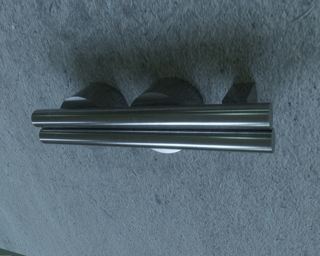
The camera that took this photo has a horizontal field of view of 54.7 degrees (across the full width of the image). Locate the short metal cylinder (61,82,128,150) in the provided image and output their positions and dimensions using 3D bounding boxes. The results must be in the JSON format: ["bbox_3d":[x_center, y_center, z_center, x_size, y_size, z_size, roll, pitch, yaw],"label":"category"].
[{"bbox_3d":[-0.089,-0.017,0.427,0.080,0.050,0.079,13,124,21],"label":"short metal cylinder"}]

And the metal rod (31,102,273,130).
[{"bbox_3d":[-0.032,-0.012,0.352,0.300,0.025,0.025,0,119,28],"label":"metal rod"}]

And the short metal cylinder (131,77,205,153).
[{"bbox_3d":[0.010,-0.016,0.378,0.080,0.050,0.079,13,124,21],"label":"short metal cylinder"}]

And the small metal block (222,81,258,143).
[{"bbox_3d":[0.090,-0.017,0.336,0.025,0.050,0.050,-2,117,29],"label":"small metal block"}]

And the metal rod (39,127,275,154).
[{"bbox_3d":[-0.026,0.011,0.363,0.300,0.025,0.025,0,119,28],"label":"metal rod"}]
